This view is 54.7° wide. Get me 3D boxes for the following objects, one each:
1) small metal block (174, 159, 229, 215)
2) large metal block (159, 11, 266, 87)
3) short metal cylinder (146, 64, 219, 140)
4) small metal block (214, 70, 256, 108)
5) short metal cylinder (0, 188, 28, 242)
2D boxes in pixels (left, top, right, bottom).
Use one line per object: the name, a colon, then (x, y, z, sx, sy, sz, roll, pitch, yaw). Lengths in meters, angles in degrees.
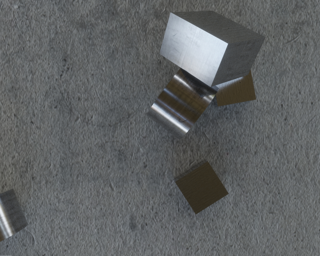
small metal block: (0.054, 0.077, 0.411, 0.050, 0.025, 0.050, -32, 90, 0)
large metal block: (0.061, -0.097, 0.363, 0.080, 0.081, 0.050, 39, 130, 28)
short metal cylinder: (0.028, -0.032, 0.383, 0.050, 0.080, 0.080, 37, 90, 0)
small metal block: (0.095, -0.057, 0.411, 0.050, 0.025, 0.050, -11, 90, 0)
short metal cylinder: (-0.213, 0.114, 0.381, 0.080, 0.080, 0.050, -22, 90, 0)
